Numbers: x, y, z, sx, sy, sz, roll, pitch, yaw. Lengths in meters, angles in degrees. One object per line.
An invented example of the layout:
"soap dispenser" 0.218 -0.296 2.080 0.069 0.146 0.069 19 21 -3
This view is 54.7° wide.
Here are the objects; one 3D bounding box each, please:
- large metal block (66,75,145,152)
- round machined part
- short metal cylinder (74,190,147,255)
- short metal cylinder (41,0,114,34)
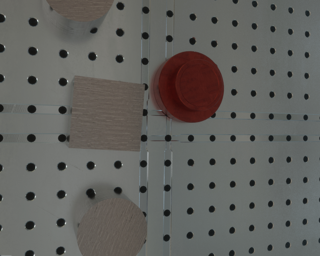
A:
"large metal block" -0.067 -0.015 0.375 0.081 0.050 0.080 5 89 -20
"round machined part" 0.045 -0.056 0.420 0.099 0.042 0.097 0 90 -20
"short metal cylinder" -0.062 0.120 0.377 0.081 0.050 0.080 0 90 -20
"short metal cylinder" -0.097 -0.157 0.363 0.081 0.050 0.080 0 90 -20
